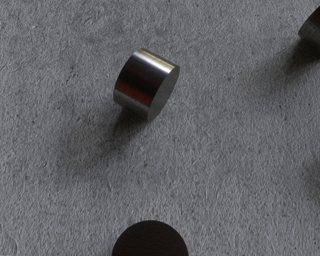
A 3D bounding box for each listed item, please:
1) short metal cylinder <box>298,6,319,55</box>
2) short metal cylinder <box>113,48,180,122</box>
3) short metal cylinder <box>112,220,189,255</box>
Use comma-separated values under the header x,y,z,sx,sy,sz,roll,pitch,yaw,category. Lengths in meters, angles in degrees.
x,y,z,sx,sy,sz,roll,pitch,yaw,category
0.244,-0.144,0.433,0.080,0.080,0.050,-35,74,-12,short metal cylinder
-0.016,-0.055,0.399,0.050,0.080,0.080,30,73,10,short metal cylinder
-0.010,0.145,0.342,0.081,0.050,0.080,0,70,0,short metal cylinder
